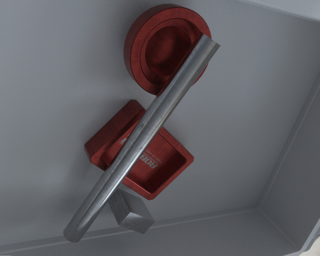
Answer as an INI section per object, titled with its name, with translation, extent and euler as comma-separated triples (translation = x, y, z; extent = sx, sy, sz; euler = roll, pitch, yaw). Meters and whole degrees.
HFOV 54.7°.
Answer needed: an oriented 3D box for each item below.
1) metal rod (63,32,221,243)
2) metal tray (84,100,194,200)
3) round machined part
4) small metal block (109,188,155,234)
[metal rod]
translation = -0.031, 0.024, 0.361
extent = 0.025, 0.025, 0.299
euler = 22, 112, -37
[metal tray]
translation = -0.023, 0.034, 0.415
extent = 0.090, 0.030, 0.130
euler = -44, 130, 2
[round machined part]
translation = 0.006, -0.088, 0.347
extent = 0.099, 0.042, 0.097
euler = -14, 125, -21
[small metal block]
translation = -0.042, 0.120, 0.445
extent = 0.025, 0.050, 0.050
euler = -49, 129, 6
